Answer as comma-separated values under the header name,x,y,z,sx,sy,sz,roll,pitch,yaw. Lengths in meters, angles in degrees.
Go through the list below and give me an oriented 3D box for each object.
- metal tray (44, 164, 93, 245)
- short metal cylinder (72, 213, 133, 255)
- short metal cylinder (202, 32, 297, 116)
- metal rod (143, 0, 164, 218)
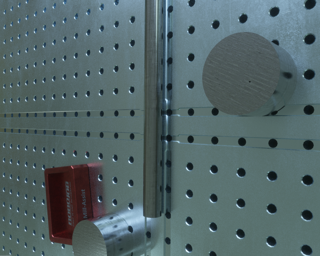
name,x,y,z,sx,sy,sz,roll,pitch,yaw
metal tray,-0.159,0.131,0.537,0.090,0.030,0.129,-11,83,39
short metal cylinder,-0.087,0.173,0.465,0.080,0.050,0.079,0,90,40
short metal cylinder,0.091,-0.052,0.318,0.080,0.050,0.079,0,90,40
metal rod,-0.009,-0.031,0.416,0.025,0.025,0.298,1,91,40
